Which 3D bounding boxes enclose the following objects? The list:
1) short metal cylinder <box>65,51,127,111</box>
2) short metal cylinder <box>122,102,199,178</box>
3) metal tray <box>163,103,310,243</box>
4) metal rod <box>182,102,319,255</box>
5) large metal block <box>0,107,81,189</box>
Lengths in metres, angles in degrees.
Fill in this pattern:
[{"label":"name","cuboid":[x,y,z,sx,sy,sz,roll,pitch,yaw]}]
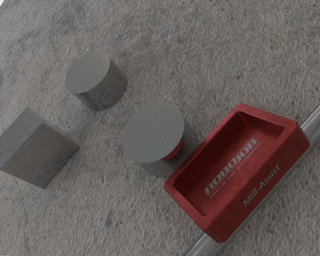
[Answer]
[{"label":"short metal cylinder","cuboid":[-0.099,-0.073,0.485,0.080,0.050,0.080,-13,56,21]},{"label":"short metal cylinder","cuboid":[0.001,0.015,0.378,0.080,0.050,0.080,-13,56,21]},{"label":"metal tray","cuboid":[0.073,0.039,0.318,0.130,0.030,0.090,-47,29,-5]},{"label":"metal rod","cuboid":[0.117,0.044,0.315,0.300,0.025,0.025,-46,51,-5]},{"label":"large metal block","cuboid":[-0.178,0.030,0.443,0.050,0.080,0.080,34,81,38]}]
